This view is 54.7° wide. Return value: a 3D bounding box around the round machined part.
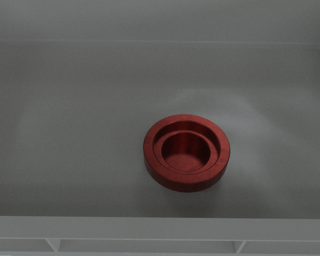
[{"bbox_3d":[0.030,0.033,0.367,0.099,0.042,0.098,0,50,0],"label":"round machined part"}]
